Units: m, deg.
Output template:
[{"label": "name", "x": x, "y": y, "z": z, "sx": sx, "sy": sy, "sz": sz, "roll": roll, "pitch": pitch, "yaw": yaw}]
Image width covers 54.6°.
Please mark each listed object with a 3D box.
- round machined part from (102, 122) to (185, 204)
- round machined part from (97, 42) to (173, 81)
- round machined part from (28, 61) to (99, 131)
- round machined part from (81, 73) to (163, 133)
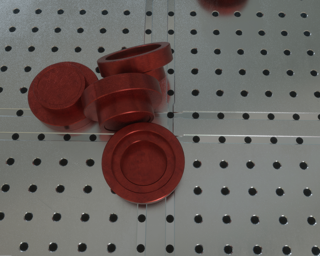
[{"label": "round machined part", "x": -0.020, "y": 0.045, "z": 0.386, "sx": 0.099, "sy": 0.042, "sz": 0.098, "roll": 0, "pitch": 71, "yaw": 0}, {"label": "round machined part", "x": -0.030, "y": -0.081, "z": 0.414, "sx": 0.099, "sy": 0.098, "sz": 0.042, "roll": -16, "pitch": 113, "yaw": -6}, {"label": "round machined part", "x": -0.130, "y": -0.049, "z": 0.420, "sx": 0.099, "sy": 0.042, "sz": 0.098, "roll": 0, "pitch": 70, "yaw": 0}, {"label": "round machined part", "x": -0.044, "y": -0.025, "z": 0.382, "sx": 0.099, "sy": 0.098, "sz": 0.042, "roll": -13, "pitch": 73, "yaw": -5}]
